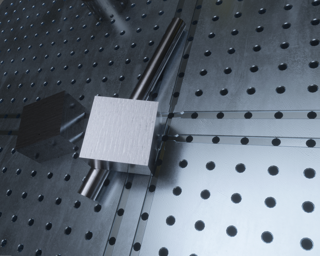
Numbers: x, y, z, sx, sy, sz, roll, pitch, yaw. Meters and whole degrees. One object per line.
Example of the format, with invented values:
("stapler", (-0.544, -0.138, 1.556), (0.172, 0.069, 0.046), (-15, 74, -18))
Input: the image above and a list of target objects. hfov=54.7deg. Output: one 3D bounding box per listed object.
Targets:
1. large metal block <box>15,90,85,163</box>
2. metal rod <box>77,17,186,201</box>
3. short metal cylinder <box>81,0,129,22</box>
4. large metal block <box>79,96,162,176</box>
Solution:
("large metal block", (-0.167, -0.001, 0.478), (0.080, 0.050, 0.080), (-17, 55, 17))
("metal rod", (-0.033, -0.039, 0.447), (0.025, 0.025, 0.300), (14, 69, 33))
("short metal cylinder", (-0.108, -0.256, 0.604), (0.080, 0.050, 0.080), (-13, 56, 20))
("large metal block", (-0.045, 0.010, 0.387), (0.080, 0.050, 0.080), (6, 69, 8))
